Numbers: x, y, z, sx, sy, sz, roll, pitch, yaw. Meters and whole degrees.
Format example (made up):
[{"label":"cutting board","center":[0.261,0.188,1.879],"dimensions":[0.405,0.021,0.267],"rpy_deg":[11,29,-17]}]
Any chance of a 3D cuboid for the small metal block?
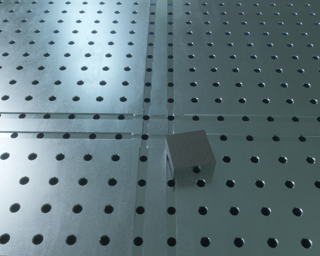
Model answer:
[{"label":"small metal block","center":[0.036,0.032,0.381],"dimensions":[0.050,0.025,0.050],"rpy_deg":[-8,51,-7]}]
